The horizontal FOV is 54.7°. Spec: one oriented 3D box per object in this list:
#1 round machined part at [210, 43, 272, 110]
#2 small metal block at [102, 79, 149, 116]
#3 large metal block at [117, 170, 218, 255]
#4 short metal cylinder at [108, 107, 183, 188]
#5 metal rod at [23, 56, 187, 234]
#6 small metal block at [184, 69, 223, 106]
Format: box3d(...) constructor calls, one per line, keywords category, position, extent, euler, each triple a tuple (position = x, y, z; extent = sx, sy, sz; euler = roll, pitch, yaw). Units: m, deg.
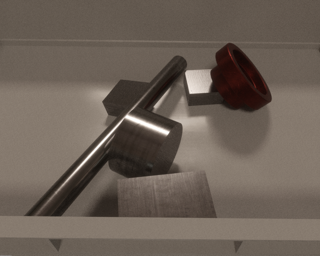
box3d(category="round machined part", position=(0.107, -0.066, 0.428), extent=(0.098, 0.042, 0.098), euler=(35, 36, -29))
box3d(category="small metal block", position=(-0.043, -0.040, 0.431), extent=(0.050, 0.025, 0.050), euler=(10, 49, 26))
box3d(category="large metal block", position=(0.004, 0.087, 0.296), extent=(0.081, 0.080, 0.050), euler=(-5, 51, -5))
box3d(category="short metal cylinder", position=(-0.014, 0.022, 0.350), extent=(0.050, 0.080, 0.080), euler=(22, 54, 17))
box3d(category="metal rod", position=(-0.040, -0.007, 0.368), extent=(0.025, 0.025, 0.301), euler=(22, 47, 17))
box3d(category="small metal block", position=(0.064, -0.060, 0.457), extent=(0.050, 0.025, 0.050), euler=(-4, 50, -4))
